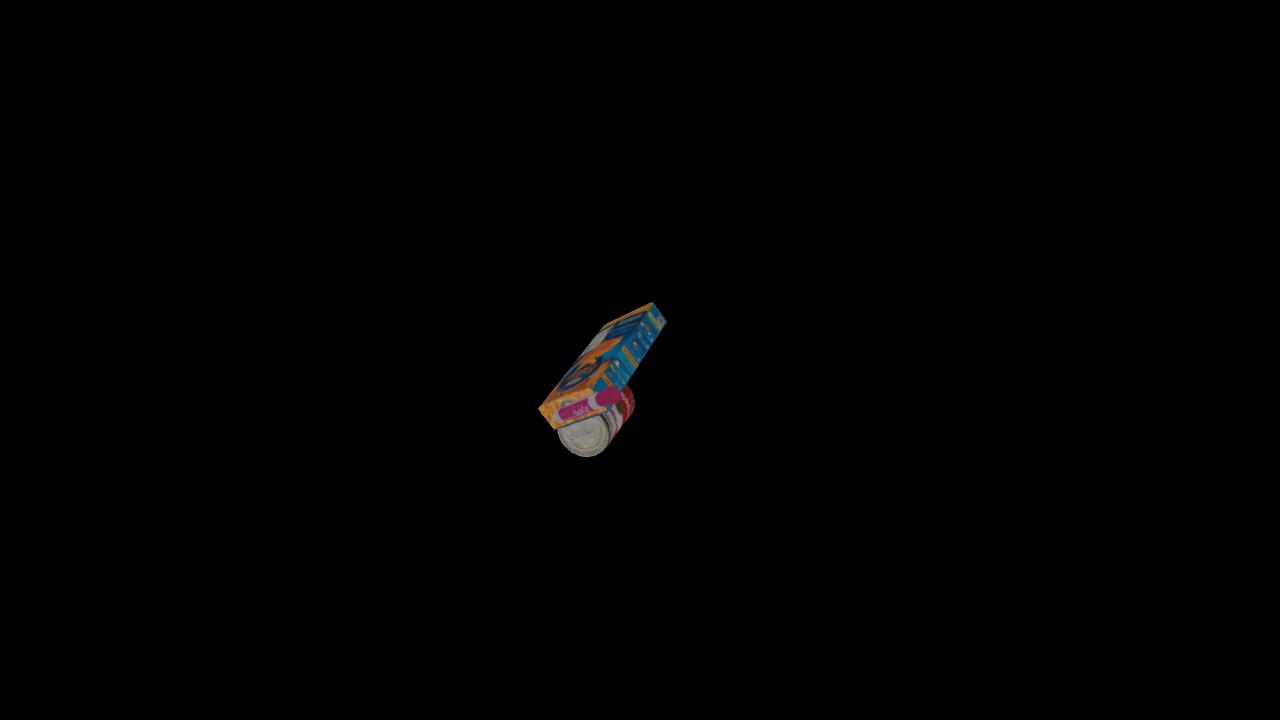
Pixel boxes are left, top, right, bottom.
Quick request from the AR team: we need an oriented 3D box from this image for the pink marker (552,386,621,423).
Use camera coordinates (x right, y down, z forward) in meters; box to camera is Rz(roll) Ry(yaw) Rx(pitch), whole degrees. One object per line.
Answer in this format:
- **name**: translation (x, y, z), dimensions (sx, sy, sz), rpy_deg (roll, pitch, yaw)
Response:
- **pink marker**: translation (-0.058, 0.049, 0.662), dimensions (0.020, 0.020, 0.121), rpy_deg (0, -14, -36)

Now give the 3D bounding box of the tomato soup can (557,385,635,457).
- **tomato soup can**: translation (-0.053, 0.068, 0.757), dimensions (0.068, 0.068, 0.101), rpy_deg (0, 18, 18)

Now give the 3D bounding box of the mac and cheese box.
- **mac and cheese box**: translation (-0.041, 0.004, 0.752), dimensions (0.093, 0.041, 0.184), rpy_deg (-20, 24, 37)
